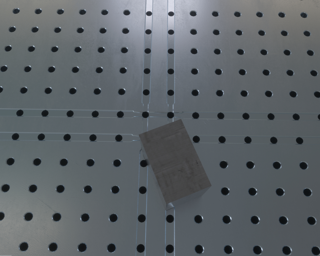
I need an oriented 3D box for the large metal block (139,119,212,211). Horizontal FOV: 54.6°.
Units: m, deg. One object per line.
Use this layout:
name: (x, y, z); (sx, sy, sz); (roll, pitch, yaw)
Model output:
large metal block: (0.015, 0.047, 0.366); (0.050, 0.080, 0.080); (-21, 71, -7)
